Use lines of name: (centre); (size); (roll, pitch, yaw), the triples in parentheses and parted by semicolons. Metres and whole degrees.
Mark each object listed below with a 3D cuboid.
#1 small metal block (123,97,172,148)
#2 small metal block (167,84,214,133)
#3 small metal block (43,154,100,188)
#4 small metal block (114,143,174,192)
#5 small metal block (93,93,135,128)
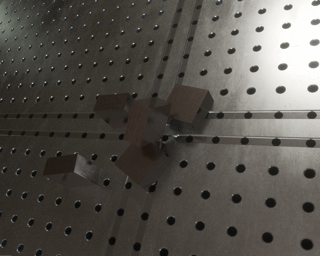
small metal block: (-0.014, -0.009, 0.380); (0.025, 0.050, 0.050); (26, 112, 25)
small metal block: (0.035, -0.027, 0.405); (0.050, 0.025, 0.050); (17, 70, 34)
small metal block: (-0.118, 0.059, 0.416); (0.050, 0.050, 0.025); (-10, 58, 23)
small metal block: (-0.021, 0.043, 0.391); (0.050, 0.025, 0.050); (33, 80, 38)
small metal block: (-0.055, -0.023, 0.434); (0.050, 0.050, 0.025); (-2, 61, 27)
